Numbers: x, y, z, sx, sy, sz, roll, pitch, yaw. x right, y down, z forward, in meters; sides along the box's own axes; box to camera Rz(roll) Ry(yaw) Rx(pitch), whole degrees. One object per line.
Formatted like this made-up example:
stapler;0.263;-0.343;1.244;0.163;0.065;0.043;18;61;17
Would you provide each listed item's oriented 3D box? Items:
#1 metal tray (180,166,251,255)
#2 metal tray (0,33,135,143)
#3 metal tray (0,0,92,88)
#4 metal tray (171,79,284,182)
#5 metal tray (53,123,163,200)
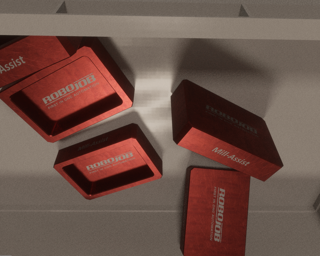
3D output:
metal tray;0.082;0.125;0.460;0.091;0.030;0.129;6;86;-5
metal tray;-0.108;-0.042;0.368;0.130;0.030;0.090;-23;127;18
metal tray;-0.135;-0.079;0.297;0.130;0.090;0.030;-19;128;15
metal tray;0.077;0.002;0.369;0.131;0.090;0.030;24;126;-19
metal tray;-0.073;0.052;0.449;0.130;0.030;0.090;-20;128;15
